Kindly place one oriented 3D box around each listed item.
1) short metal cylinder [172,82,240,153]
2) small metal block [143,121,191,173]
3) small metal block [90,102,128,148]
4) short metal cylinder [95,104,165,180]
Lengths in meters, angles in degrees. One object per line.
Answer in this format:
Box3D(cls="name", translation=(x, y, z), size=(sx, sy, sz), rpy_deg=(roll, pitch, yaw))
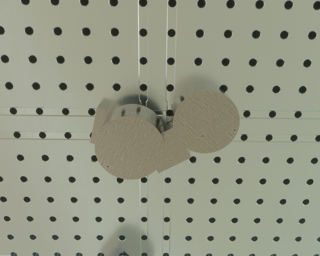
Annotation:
Box3D(cls="short metal cylinder", translation=(0.056, -0.014, 0.395), size=(0.081, 0.050, 0.079), rpy_deg=(0, 110, 0))
Box3D(cls="small metal block", translation=(0.008, 0.026, 0.423), size=(0.050, 0.025, 0.050), rpy_deg=(-28, 108, 10))
Box3D(cls="small metal block", translation=(-0.061, -0.002, 0.412), size=(0.050, 0.025, 0.050), rpy_deg=(13, 110, -5))
Box3D(cls="short metal cylinder", translation=(-0.035, 0.016, 0.379), size=(0.081, 0.050, 0.079), rpy_deg=(0, 110, 0))
